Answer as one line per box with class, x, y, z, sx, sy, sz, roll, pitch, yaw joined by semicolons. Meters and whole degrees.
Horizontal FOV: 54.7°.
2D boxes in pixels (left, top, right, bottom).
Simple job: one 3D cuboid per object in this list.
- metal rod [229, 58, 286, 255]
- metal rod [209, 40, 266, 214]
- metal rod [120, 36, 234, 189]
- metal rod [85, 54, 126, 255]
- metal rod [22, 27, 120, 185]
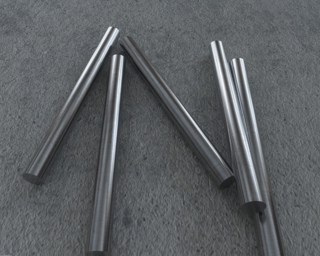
metal rod;0.115;0.014;0.391;0.025;0.025;0.300;2;50;2
metal rod;0.093;-0.028;0.412;0.025;0.025;0.300;0;46;0
metal rod;0.011;-0.041;0.437;0.025;0.025;0.300;-21;53;-17
metal rod;-0.063;0.008;0.395;0.025;0.025;0.300;-1;50;-1
metal rod;-0.113;-0.054;0.447;0.025;0.025;0.300;9;51;8
